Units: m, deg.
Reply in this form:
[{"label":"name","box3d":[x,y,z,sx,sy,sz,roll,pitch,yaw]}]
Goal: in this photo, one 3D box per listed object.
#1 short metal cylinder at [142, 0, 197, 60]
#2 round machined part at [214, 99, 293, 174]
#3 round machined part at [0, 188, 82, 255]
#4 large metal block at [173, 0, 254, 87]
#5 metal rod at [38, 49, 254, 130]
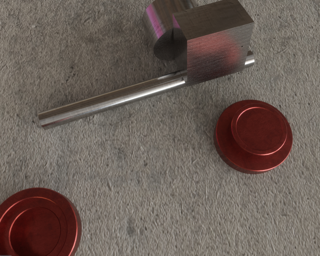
[{"label":"short metal cylinder","box3d":[0.021,-0.139,0.430,0.080,0.080,0.050,-18,71,-7]},{"label":"round machined part","box3d":[0.121,0.007,0.397,0.099,0.042,0.098,0,70,0]},{"label":"round machined part","box3d":[-0.139,0.120,0.354,0.099,0.042,0.098,0,70,0]},{"label":"large metal block","box3d":[0.064,-0.107,0.392,0.080,0.080,0.050,-17,58,-6]},{"label":"metal rod","box3d":[-0.013,-0.055,0.427,0.302,0.025,0.025,-18,71,-7]}]
